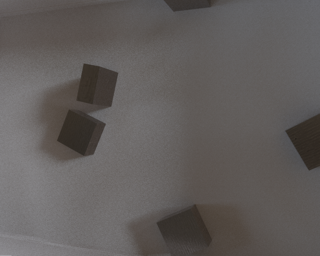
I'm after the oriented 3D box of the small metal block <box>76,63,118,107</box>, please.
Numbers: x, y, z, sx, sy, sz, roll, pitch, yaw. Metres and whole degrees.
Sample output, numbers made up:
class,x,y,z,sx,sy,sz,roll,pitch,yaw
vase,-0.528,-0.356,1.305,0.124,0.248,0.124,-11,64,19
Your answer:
class,x,y,z,sx,sy,sz,roll,pitch,yaw
small metal block,-0.085,-0.058,0.427,0.025,0.050,0.050,14,95,19

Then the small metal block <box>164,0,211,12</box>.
class,x,y,z,sx,sy,sz,roll,pitch,yaw
small metal block,0.033,-0.169,0.385,0.050,0.050,0.025,1,90,20

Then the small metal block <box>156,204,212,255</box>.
class,x,y,z,sx,sy,sz,roll,pitch,yaw
small metal block,0.031,0.133,0.399,0.050,0.025,0.050,-28,81,18

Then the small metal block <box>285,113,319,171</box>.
class,x,y,z,sx,sy,sz,roll,pitch,yaw
small metal block,0.177,0.013,0.348,0.050,0.025,0.050,-30,80,17

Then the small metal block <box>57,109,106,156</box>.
class,x,y,z,sx,sy,sz,roll,pitch,yaw
small metal block,-0.114,0.006,0.451,0.050,0.025,0.050,26,98,18
